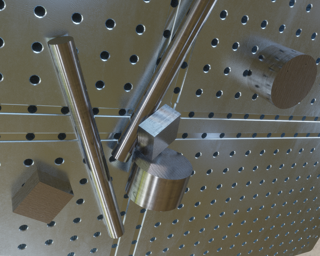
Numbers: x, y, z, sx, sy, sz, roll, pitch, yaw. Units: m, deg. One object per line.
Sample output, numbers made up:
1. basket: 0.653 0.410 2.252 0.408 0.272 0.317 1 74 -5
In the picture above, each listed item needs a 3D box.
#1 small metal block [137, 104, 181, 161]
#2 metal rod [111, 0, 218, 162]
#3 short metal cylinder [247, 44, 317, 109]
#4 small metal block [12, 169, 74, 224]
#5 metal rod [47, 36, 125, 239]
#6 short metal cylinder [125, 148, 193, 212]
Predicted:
1. small metal block: -0.002 0.006 0.393 0.050 0.025 0.050 -40 155 -32
2. metal rod: 0.019 -0.088 0.367 0.025 0.025 0.298 19 109 -36
3. short metal cylinder: 0.174 -0.074 0.445 0.081 0.050 0.079 -14 124 -21
4. small metal block: -0.145 0.086 0.385 0.050 0.025 0.050 -48 129 6
5. metal rod: -0.082 0.036 0.388 0.025 0.025 0.298 -20 126 -17
6. short metal cylinder: -0.002 0.065 0.415 0.081 0.080 0.050 2 118 -29
